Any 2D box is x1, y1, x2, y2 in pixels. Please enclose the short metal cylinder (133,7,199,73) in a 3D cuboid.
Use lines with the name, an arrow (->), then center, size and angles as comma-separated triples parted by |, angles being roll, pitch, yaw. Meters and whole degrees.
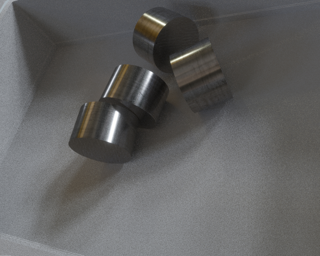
short metal cylinder -> 0.009, -0.125, 0.443 | 0.080, 0.080, 0.050 | -46, 51, -4

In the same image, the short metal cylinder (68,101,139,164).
short metal cylinder -> -0.071, 0.008, 0.403 | 0.080, 0.080, 0.050 | -3, 60, 26

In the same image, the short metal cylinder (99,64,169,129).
short metal cylinder -> -0.034, -0.040, 0.413 | 0.080, 0.080, 0.050 | 8, 66, 32

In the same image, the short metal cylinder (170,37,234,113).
short metal cylinder -> 0.052, -0.064, 0.383 | 0.050, 0.080, 0.080 | -22, 54, 15
